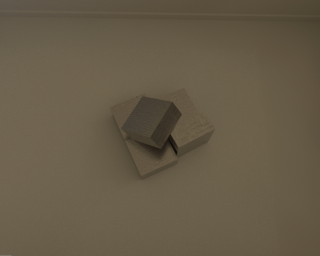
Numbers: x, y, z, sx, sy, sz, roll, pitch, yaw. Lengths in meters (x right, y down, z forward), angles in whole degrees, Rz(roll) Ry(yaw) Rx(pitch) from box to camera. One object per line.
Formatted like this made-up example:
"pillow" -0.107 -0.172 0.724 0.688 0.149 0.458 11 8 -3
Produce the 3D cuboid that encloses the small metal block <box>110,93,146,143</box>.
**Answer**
"small metal block" -0.032 -0.011 0.412 0.050 0.025 0.050 -24 72 -9

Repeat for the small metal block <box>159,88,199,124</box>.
"small metal block" 0.020 -0.019 0.415 0.050 0.025 0.050 -24 72 -9

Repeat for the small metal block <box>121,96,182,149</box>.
"small metal block" -0.010 -0.008 0.371 0.050 0.025 0.050 15 66 42

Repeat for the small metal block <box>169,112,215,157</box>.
"small metal block" 0.037 0.010 0.391 0.050 0.050 0.025 -27 73 -10

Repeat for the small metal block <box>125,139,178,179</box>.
"small metal block" -0.011 0.031 0.397 0.050 0.025 0.050 -24 72 -9
